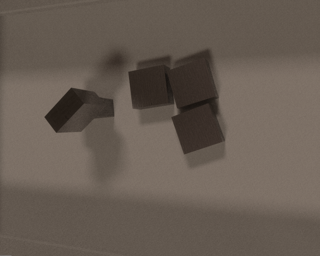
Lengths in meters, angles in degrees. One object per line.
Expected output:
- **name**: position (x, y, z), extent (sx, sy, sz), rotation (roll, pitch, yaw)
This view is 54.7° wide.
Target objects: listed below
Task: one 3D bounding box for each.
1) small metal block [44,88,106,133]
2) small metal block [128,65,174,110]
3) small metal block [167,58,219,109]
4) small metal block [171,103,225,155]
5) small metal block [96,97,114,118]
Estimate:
- **small metal block**: position (-0.102, -0.020, 0.379), extent (0.050, 0.050, 0.025), rotation (-43, 77, 15)
- **small metal block**: position (-0.011, -0.053, 0.414), extent (0.050, 0.025, 0.050), rotation (-8, 88, 19)
- **small metal block**: position (0.042, -0.055, 0.395), extent (0.050, 0.025, 0.050), rotation (-17, 85, 19)
- **small metal block**: position (0.049, 0.001, 0.393), extent (0.050, 0.025, 0.050), rotation (-21, 83, 18)
- **small metal block**: position (-0.099, -0.027, 0.431), extent (0.050, 0.050, 0.025), rotation (-5, 89, 19)
